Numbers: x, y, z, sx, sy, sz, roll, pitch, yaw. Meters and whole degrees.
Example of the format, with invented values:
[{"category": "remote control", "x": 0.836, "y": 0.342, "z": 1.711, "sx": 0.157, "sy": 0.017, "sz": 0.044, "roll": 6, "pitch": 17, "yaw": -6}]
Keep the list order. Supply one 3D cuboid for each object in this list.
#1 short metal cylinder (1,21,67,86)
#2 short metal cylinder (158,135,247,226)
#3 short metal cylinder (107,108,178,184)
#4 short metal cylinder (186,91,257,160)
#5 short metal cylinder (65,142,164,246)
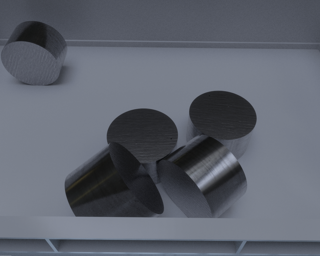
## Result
[{"category": "short metal cylinder", "x": -0.184, "y": -0.109, "z": 0.459, "sx": 0.081, "sy": 0.080, "sz": 0.050, "roll": 1, "pitch": 50, "yaw": 1}, {"category": "short metal cylinder", "x": 0.043, "y": 0.054, "z": 0.325, "sx": 0.050, "sy": 0.080, "sz": 0.080, "roll": -33, "pitch": 58, "yaw": -25}, {"category": "short metal cylinder", "x": -0.020, "y": 0.023, "z": 0.370, "sx": 0.081, "sy": 0.050, "sz": 0.080, "roll": 0, "pitch": 50, "yaw": 0}, {"category": "short metal cylinder", "x": 0.075, "y": -0.001, "z": 0.391, "sx": 0.081, "sy": 0.050, "sz": 0.080, "roll": 0, "pitch": 50, "yaw": 0}, {"category": "short metal cylinder", "x": -0.041, "y": 0.060, "z": 0.289, "sx": 0.050, "sy": 0.080, "sz": 0.080, "roll": -37, "pitch": 55, "yaw": 7}]
